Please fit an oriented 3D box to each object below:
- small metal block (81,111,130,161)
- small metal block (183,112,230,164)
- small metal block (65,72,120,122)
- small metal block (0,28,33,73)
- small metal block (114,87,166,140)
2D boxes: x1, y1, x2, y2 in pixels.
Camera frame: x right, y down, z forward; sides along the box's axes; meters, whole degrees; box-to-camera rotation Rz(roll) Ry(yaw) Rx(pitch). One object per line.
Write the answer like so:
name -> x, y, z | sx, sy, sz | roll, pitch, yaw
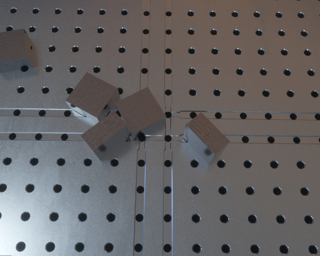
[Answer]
small metal block -> -0.067, 0.011, 0.394 | 0.050, 0.050, 0.025 | -38, 75, -13
small metal block -> 0.057, 0.014, 0.394 | 0.025, 0.050, 0.050 | -39, 75, -13
small metal block -> -0.091, -0.041, 0.426 | 0.050, 0.025, 0.050 | 28, 72, 9
small metal block -> -0.217, -0.112, 0.450 | 0.050, 0.025, 0.050 | -12, 71, -5
small metal block -> -0.026, -0.020, 0.419 | 0.050, 0.025, 0.050 | -28, 73, -10
